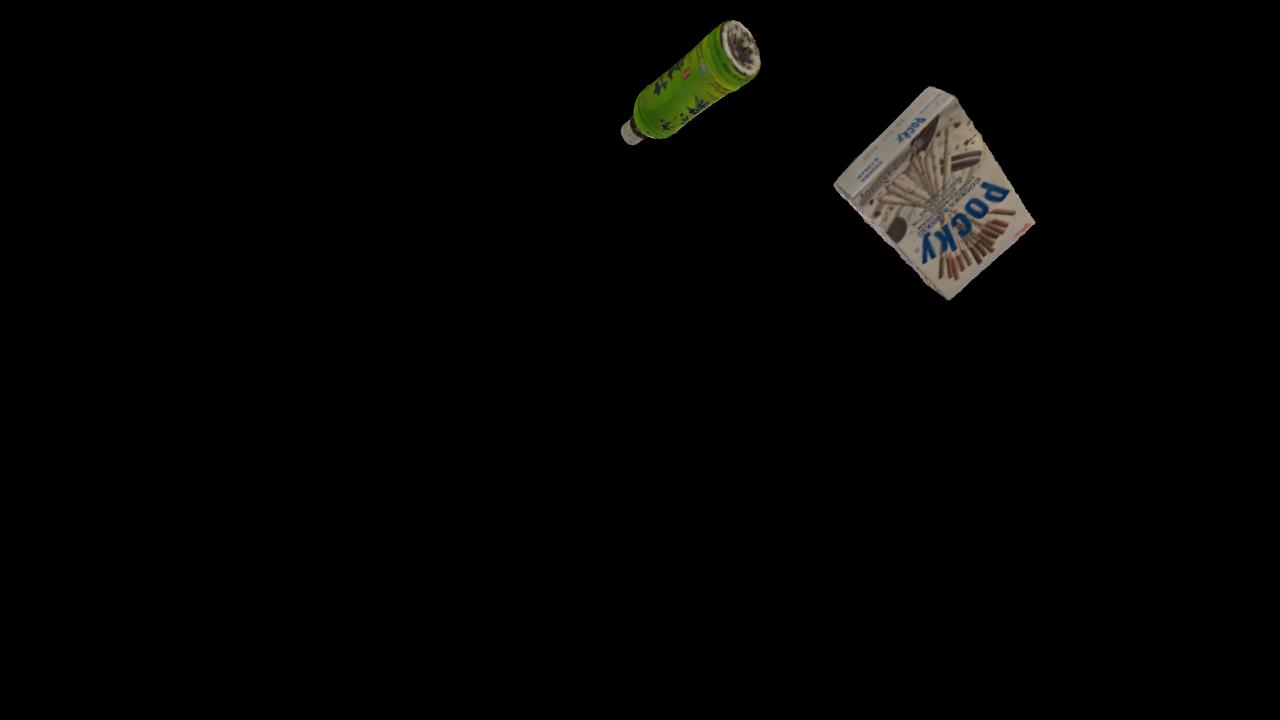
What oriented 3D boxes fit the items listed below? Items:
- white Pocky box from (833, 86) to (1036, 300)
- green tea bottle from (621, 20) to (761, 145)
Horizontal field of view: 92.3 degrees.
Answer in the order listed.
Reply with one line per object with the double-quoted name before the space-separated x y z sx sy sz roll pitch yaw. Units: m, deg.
"white Pocky box" 0.211 -0.110 0.434 0.154 0.084 0.028 28 25 -36
"green tea bottle" 0.051 -0.327 0.762 0.073 0.073 0.212 0 -11 -37
